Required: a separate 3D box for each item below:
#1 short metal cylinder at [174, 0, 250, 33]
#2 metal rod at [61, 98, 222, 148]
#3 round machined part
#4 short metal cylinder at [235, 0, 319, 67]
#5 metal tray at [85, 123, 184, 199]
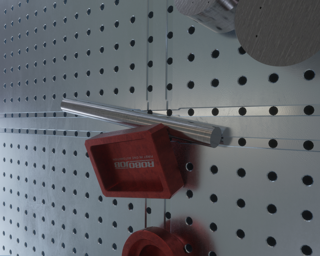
[{"bbox_3d":[0.061,-0.150,0.332,0.080,0.050,0.080,-15,69,46],"label":"short metal cylinder"},{"bbox_3d":[-0.050,-0.015,0.450,0.300,0.025,0.025,13,98,39],"label":"metal rod"},{"bbox_3d":[-0.001,0.176,0.399,0.098,0.042,0.097,0,90,40],"label":"round machined part"},{"bbox_3d":[0.109,-0.099,0.280,0.080,0.050,0.079,4,109,11],"label":"short metal cylinder"},{"bbox_3d":[-0.039,0.048,0.419,0.130,0.030,0.090,-9,103,40],"label":"metal tray"}]
